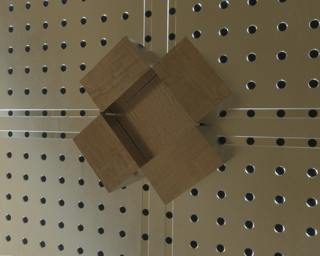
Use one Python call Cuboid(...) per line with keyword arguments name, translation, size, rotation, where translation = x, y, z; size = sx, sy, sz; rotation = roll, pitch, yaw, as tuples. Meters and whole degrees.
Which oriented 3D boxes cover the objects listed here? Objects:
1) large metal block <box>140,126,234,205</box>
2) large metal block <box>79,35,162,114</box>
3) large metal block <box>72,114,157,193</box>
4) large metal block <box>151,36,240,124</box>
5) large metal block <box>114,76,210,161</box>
Cuboid(name="large metal block", translation=(0.036, 0.041, 0.372), size=(0.080, 0.080, 0.050), rotation=(-39, 78, 16))
Cuboid(name="large metal block", translation=(-0.040, -0.062, 0.398), size=(0.080, 0.080, 0.050), rotation=(-40, 77, 16))
Cuboid(name="large metal block", translation=(-0.051, 0.029, 0.402), size=(0.050, 0.080, 0.080), rotation=(-40, 78, 16))
Cuboid(name="large metal block", translation=(0.046, -0.052, 0.368), size=(0.050, 0.080, 0.080), rotation=(-40, 78, 15))
Cuboid(name="large metal block", translation=(0.003, -0.011, 0.397), size=(0.080, 0.050, 0.080), rotation=(-40, 76, 17))
